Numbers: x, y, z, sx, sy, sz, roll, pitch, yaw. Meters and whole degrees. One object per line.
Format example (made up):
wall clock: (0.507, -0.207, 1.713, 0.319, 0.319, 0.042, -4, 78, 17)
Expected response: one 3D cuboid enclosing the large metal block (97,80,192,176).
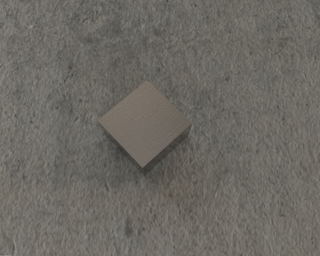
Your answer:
large metal block: (-0.018, 0.001, 0.394, 0.080, 0.050, 0.080, -42, 76, -14)
